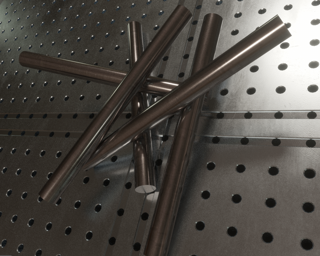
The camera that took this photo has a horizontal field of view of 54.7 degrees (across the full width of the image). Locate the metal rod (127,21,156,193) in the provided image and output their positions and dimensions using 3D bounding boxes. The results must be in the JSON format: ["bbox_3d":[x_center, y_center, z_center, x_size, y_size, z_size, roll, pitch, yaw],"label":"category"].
[{"bbox_3d":[-0.031,-0.051,0.453,0.025,0.025,0.299,-18,55,17],"label":"metal rod"}]

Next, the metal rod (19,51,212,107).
[{"bbox_3d":[-0.075,-0.075,0.445,0.301,0.025,0.025,14,68,18],"label":"metal rod"}]

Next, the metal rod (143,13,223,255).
[{"bbox_3d":[0.032,-0.003,0.366,0.025,0.025,0.299,6,72,30],"label":"metal rod"}]

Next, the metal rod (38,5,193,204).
[{"bbox_3d":[-0.054,-0.034,0.400,0.025,0.025,0.300,31,83,37],"label":"metal rod"}]

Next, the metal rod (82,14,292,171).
[{"bbox_3d":[0.007,-0.025,0.363,0.299,0.025,0.025,-33,50,26],"label":"metal rod"}]
